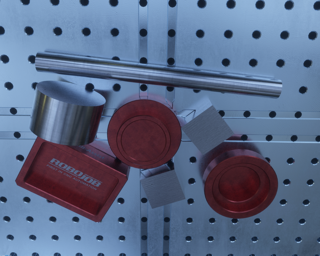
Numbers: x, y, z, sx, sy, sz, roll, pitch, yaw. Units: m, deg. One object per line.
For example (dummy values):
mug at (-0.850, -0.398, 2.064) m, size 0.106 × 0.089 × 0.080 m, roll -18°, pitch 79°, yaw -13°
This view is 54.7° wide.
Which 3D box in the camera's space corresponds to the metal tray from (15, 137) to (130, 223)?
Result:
metal tray at (-0.120, 0.066, 0.434) m, size 0.131 × 0.030 × 0.090 m, roll 29°, pitch 108°, yaw -10°

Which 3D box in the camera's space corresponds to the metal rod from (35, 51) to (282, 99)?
metal rod at (0.001, -0.066, 0.388) m, size 0.302 × 0.025 × 0.025 m, roll 6°, pitch 110°, yaw -3°

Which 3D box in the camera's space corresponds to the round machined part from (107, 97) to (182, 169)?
round machined part at (-0.021, 0.010, 0.407) m, size 0.099 × 0.042 × 0.097 m, roll 0°, pitch 107°, yaw 0°

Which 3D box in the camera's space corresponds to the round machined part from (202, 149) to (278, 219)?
round machined part at (0.108, 0.073, 0.432) m, size 0.099 × 0.042 × 0.097 m, roll 0°, pitch 110°, yaw 0°

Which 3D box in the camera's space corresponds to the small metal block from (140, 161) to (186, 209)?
small metal block at (0.004, 0.082, 0.444) m, size 0.050 × 0.025 × 0.050 m, roll -18°, pitch 109°, yaw 6°

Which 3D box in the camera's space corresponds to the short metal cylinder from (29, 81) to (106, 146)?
short metal cylinder at (-0.112, -0.020, 0.376) m, size 0.080 × 0.080 × 0.050 m, roll 17°, pitch 109°, yaw -6°

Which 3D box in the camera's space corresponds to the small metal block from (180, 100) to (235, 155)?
small metal block at (0.062, -0.001, 0.414) m, size 0.050 × 0.025 × 0.050 m, roll -36°, pitch 106°, yaw 12°
